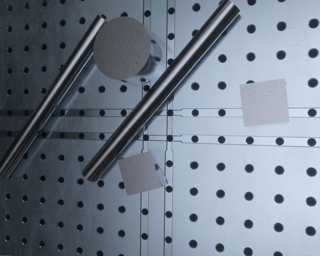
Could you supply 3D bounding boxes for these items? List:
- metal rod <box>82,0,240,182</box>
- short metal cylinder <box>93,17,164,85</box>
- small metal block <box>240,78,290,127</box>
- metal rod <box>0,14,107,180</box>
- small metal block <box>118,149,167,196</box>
[{"bbox_3d":[-0.006,-0.041,0.414,0.025,0.025,0.299,44,103,14],"label":"metal rod"},{"bbox_3d":[-0.041,-0.101,0.414,0.080,0.050,0.079,0,90,20],"label":"short metal cylinder"},{"bbox_3d":[0.124,-0.029,0.369,0.050,0.025,0.050,-6,88,19],"label":"small metal block"},{"bbox_3d":[-0.168,-0.039,0.471,0.025,0.025,0.299,42,103,15],"label":"metal rod"},{"bbox_3d":[-0.024,0.060,0.421,0.050,0.025,0.050,-18,84,19],"label":"small metal block"}]
